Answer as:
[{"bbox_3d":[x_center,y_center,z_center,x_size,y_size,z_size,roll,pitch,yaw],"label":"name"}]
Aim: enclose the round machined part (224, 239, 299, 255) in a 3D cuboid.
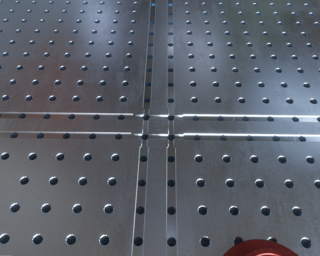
[{"bbox_3d":[0.096,0.147,0.274,0.099,0.042,0.098,0,50,0],"label":"round machined part"}]
